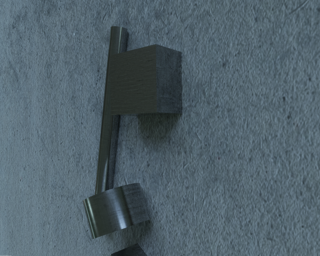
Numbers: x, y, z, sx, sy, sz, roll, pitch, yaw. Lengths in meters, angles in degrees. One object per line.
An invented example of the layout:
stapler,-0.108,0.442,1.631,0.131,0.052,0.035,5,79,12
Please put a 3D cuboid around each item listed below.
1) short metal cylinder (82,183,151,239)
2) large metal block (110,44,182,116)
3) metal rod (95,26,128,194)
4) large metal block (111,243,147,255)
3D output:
short metal cylinder,-0.058,0.111,0.417,0.080,0.081,0.050,-30,71,36
large metal block,-0.019,-0.057,0.404,0.080,0.050,0.080,-1,89,40
metal rod,-0.077,0.001,0.468,0.025,0.025,0.298,11,97,39
large metal block,-0.041,0.222,0.423,0.080,0.050,0.080,42,115,32
